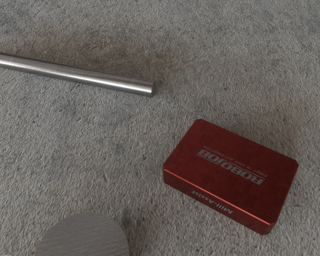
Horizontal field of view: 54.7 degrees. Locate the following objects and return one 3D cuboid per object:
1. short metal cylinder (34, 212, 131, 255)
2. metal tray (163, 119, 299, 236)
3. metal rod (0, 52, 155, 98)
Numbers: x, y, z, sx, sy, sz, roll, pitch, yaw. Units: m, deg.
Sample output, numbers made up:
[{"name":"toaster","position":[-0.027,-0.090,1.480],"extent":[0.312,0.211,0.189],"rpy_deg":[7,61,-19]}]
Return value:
[{"name":"short metal cylinder","position":[-0.066,0.125,0.282],"extent":[0.081,0.050,0.080],"rpy_deg":[0,50,0]},{"name":"metal tray","position":[0.080,0.050,0.358],"extent":[0.130,0.030,0.090],"rpy_deg":[25,54,20]},{"name":"metal rod","position":[-0.155,-0.087,0.475],"extent":[0.301,0.025,0.025],"rpy_deg":[12,51,10]}]
